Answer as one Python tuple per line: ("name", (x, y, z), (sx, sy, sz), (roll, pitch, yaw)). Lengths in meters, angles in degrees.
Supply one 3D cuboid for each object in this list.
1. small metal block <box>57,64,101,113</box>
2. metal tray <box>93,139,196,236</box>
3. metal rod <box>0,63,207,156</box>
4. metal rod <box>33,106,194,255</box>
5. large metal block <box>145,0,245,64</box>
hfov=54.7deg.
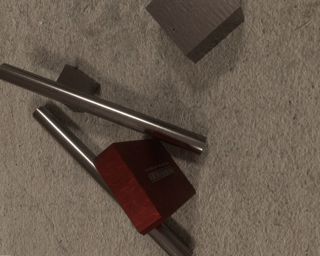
("small metal block", (-0.124, -0.057, 0.451), (0.050, 0.025, 0.050), (36, 101, 16))
("metal tray", (-0.010, 0.058, 0.356), (0.030, 0.130, 0.090), (-40, 78, 16))
("metal rod", (-0.084, -0.029, 0.415), (0.301, 0.025, 0.025), (20, 97, 10))
("metal rod", (-0.074, 0.072, 0.433), (0.300, 0.025, 0.025), (42, 103, 15))
("large metal block", (0.044, -0.140, 0.380), (0.080, 0.050, 0.080), (-41, 78, 15))
